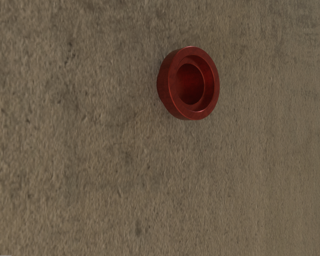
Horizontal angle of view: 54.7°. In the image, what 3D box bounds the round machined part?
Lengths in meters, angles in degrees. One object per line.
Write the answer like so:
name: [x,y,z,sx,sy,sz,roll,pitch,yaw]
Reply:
round machined part: [0.034,-0.059,0.425,0.099,0.042,0.097,0,90,-40]
